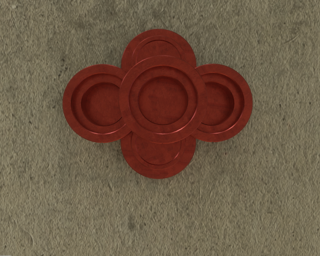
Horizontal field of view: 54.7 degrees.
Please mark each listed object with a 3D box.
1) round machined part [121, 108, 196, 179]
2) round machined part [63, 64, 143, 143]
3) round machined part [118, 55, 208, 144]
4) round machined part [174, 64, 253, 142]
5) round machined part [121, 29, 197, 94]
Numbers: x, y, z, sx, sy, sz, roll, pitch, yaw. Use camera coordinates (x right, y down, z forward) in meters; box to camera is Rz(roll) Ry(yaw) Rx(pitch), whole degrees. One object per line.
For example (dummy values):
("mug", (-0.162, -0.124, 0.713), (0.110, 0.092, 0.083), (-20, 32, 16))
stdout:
("round machined part", (-0.002, 0.018, 0.402), (0.099, 0.042, 0.097), (0, 90, -1))
("round machined part", (-0.071, -0.030, 0.402), (0.099, 0.042, 0.097), (0, 90, -1))
("round machined part", (0.003, -0.031, 0.360), (0.099, 0.042, 0.097), (0, 90, -1))
("round machined part", (0.066, -0.031, 0.403), (0.099, 0.042, 0.097), (0, 90, -1))
("round machined part", (-0.001, -0.081, 0.402), (0.099, 0.042, 0.097), (0, 90, -1))
